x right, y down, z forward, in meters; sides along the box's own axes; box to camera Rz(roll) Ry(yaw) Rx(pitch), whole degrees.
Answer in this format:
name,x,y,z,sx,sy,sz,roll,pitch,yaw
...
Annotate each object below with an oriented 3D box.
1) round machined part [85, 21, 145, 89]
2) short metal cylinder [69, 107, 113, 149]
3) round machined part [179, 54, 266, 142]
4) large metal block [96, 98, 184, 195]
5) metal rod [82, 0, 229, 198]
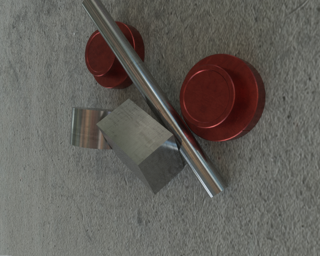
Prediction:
name,x,y,z,sx,sy,sz,roll,pitch,yaw
round machined part,-0.073,-0.107,0.454,0.098,0.042,0.097,0,90,40
short metal cylinder,-0.085,-0.001,0.439,0.080,0.081,0.050,9,96,39
round machined part,0.061,-0.034,0.344,0.098,0.042,0.097,0,90,40
large metal block,-0.022,0.023,0.379,0.050,0.080,0.080,-41,56,-15
metal rod,-0.013,-0.049,0.385,0.025,0.025,0.299,-42,74,32
